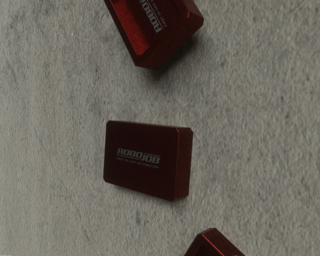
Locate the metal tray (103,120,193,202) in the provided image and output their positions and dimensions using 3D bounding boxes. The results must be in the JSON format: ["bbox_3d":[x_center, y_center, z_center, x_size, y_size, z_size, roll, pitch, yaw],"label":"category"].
[{"bbox_3d":[-0.021,0.039,0.417,0.130,0.030,0.089,7,94,39],"label":"metal tray"}]

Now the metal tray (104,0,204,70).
[{"bbox_3d":[-0.015,-0.147,0.371,0.090,0.030,0.130,-38,67,33],"label":"metal tray"}]

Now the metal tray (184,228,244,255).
[{"bbox_3d":[0.077,0.187,0.336,0.130,0.030,0.089,39,114,32],"label":"metal tray"}]

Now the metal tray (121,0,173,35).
[{"bbox_3d":[-0.018,-0.189,0.413,0.130,0.030,0.089,50,119,28],"label":"metal tray"}]
